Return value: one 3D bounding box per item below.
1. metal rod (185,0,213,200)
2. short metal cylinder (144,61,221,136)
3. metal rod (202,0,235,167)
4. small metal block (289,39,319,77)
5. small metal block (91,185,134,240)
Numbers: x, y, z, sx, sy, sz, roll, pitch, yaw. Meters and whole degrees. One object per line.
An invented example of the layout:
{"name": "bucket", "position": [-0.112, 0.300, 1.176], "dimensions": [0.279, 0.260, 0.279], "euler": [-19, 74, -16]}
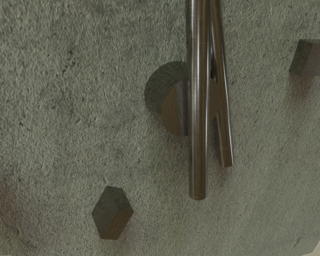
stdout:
{"name": "metal rod", "position": [0.043, -0.034, 0.344], "dimensions": [0.025, 0.025, 0.298], "euler": [-17, 125, -19]}
{"name": "short metal cylinder", "position": [0.027, -0.037, 0.383], "dimensions": [0.081, 0.050, 0.079], "euler": [-14, 124, -21]}
{"name": "metal rod", "position": [0.077, -0.062, 0.410], "dimensions": [0.025, 0.025, 0.298], "euler": [-25, 128, -13]}
{"name": "small metal block", "position": [0.230, -0.106, 0.467], "dimensions": [0.050, 0.025, 0.050], "euler": [-7, 122, -25]}
{"name": "small metal block", "position": [-0.066, 0.116, 0.426], "dimensions": [0.025, 0.050, 0.050], "euler": [19, 108, -36]}
